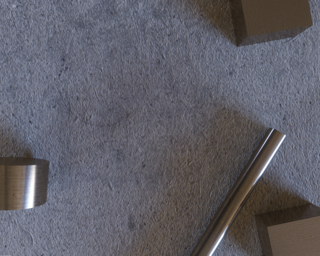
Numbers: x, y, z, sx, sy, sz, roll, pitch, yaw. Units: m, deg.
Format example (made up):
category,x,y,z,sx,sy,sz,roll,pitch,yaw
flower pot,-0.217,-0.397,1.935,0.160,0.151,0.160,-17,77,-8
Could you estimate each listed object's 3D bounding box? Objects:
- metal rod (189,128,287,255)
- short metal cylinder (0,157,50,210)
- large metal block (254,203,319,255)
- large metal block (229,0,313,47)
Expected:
category,x,y,z,sx,sy,sz,roll,pitch,yaw
metal rod,0.077,0.133,0.411,0.025,0.025,0.299,32,90,-1
short metal cylinder,-0.180,0.065,0.380,0.081,0.080,0.050,4,90,-1
large metal block,0.177,0.150,0.400,0.080,0.050,0.080,-12,90,-1
large metal block,0.138,-0.157,0.399,0.080,0.050,0.080,-10,90,-1
